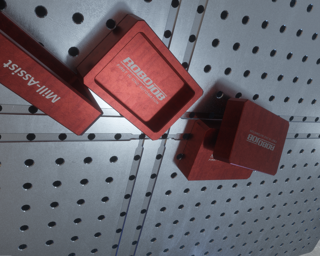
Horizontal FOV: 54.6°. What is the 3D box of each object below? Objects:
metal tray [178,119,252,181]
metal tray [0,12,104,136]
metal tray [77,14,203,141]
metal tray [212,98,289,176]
[{"bbox_3d":[0.101,0.037,0.485,0.131,0.030,0.089,5,116,-31],"label":"metal tray"},{"bbox_3d":[-0.115,-0.056,0.271,0.030,0.090,0.130,-45,129,3],"label":"metal tray"},{"bbox_3d":[-0.018,-0.053,0.364,0.090,0.030,0.130,-46,129,3],"label":"metal tray"},{"bbox_3d":[0.140,0.016,0.462,0.131,0.030,0.090,18,87,-41],"label":"metal tray"}]
